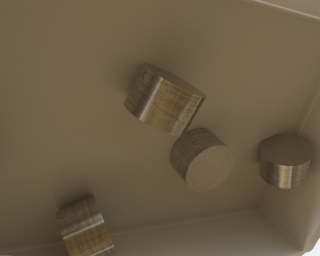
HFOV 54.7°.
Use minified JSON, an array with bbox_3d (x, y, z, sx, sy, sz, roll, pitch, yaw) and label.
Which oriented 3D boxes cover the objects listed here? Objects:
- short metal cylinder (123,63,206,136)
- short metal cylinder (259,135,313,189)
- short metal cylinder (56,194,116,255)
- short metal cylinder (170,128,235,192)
[{"bbox_3d":[0.006,-0.033,0.355,0.081,0.080,0.050,17,109,-35],"label":"short metal cylinder"},{"bbox_3d":[0.210,0.055,0.521,0.081,0.080,0.050,-21,127,-16],"label":"short metal cylinder"},{"bbox_3d":[-0.096,0.134,0.404,0.050,0.080,0.080,-22,127,-15],"label":"short metal cylinder"},{"bbox_3d":[0.061,0.046,0.454,0.081,0.050,0.079,-14,124,-21],"label":"short metal cylinder"}]
